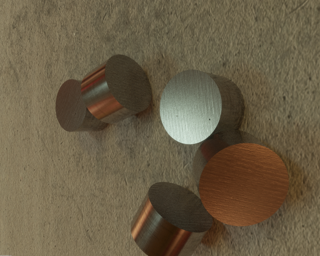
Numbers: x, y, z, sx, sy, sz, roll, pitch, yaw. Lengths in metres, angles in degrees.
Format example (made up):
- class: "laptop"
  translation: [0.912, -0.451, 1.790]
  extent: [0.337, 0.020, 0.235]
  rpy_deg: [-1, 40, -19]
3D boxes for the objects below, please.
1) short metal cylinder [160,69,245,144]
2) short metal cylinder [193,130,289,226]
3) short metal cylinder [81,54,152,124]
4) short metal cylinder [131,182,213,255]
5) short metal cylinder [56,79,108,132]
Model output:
- class: "short metal cylinder"
  translation: [0.047, -0.022, 0.350]
  extent: [0.080, 0.050, 0.080]
  rpy_deg: [0, 90, 40]
- class: "short metal cylinder"
  translation: [0.075, 0.046, 0.300]
  extent: [0.081, 0.050, 0.079]
  rpy_deg: [0, 103, -1]
- class: "short metal cylinder"
  translation: [-0.057, -0.051, 0.417]
  extent: [0.050, 0.081, 0.080]
  rpy_deg: [-22, 76, 38]
- class: "short metal cylinder"
  translation: [0.013, 0.108, 0.358]
  extent: [0.080, 0.081, 0.050]
  rpy_deg: [41, 115, 32]
- class: "short metal cylinder"
  translation: [-0.120, -0.034, 0.488]
  extent: [0.080, 0.050, 0.080]
  rpy_deg: [0, 90, 40]
